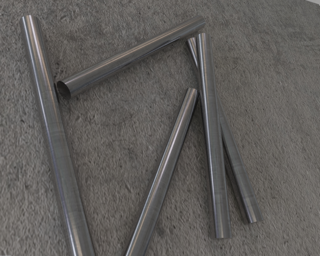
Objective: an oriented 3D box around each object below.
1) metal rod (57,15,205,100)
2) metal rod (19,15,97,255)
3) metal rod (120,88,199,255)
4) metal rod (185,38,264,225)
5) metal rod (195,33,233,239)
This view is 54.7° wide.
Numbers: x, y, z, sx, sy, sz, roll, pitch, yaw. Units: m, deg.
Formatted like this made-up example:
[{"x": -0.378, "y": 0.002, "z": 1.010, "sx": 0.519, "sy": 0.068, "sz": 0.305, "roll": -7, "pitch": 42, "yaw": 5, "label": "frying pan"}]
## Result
[{"x": -0.022, "y": -0.117, "z": 0.463, "sx": 0.025, "sy": 0.025, "sz": 0.302, "roll": 48, "pitch": 51, "yaw": 5, "label": "metal rod"}, {"x": -0.118, "y": -0.004, "z": 0.342, "sx": 0.025, "sy": 0.025, "sz": 0.299, "roll": -7, "pitch": 65, "yaw": -31, "label": "metal rod"}, {"x": 0.002, "y": 0.060, "z": 0.367, "sx": 0.025, "sy": 0.025, "sz": 0.300, "roll": 30, "pitch": 52, "yaw": -9, "label": "metal rod"}, {"x": 0.087, "y": -0.011, "z": 0.457, "sx": 0.025, "sy": 0.025, "sz": 0.299, "roll": 0, "pitch": 62, "yaw": -28, "label": "metal rod"}, {"x": 0.070, "y": -0.006, "z": 0.426, "sx": 0.025, "sy": 0.025, "sz": 0.299, "roll": 10, "pitch": 63, "yaw": -23, "label": "metal rod"}]
